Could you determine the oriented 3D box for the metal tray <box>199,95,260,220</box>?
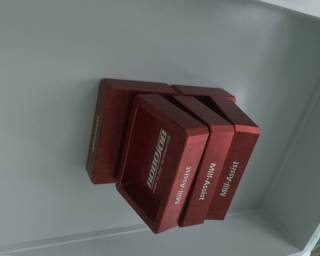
[{"bbox_3d":[0.068,0.036,0.382,0.030,0.090,0.129,7,116,-16],"label":"metal tray"}]

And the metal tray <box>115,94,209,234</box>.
[{"bbox_3d":[-0.004,0.038,0.343,0.030,0.090,0.129,-8,123,-40],"label":"metal tray"}]

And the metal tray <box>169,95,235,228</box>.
[{"bbox_3d":[0.031,0.037,0.364,0.030,0.090,0.129,0,117,-28],"label":"metal tray"}]

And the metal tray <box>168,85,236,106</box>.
[{"bbox_3d":[0.043,0.008,0.432,0.091,0.030,0.129,0,118,-29],"label":"metal tray"}]

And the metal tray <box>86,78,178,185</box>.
[{"bbox_3d":[-0.036,0.007,0.387,0.091,0.030,0.129,0,118,-29],"label":"metal tray"}]
